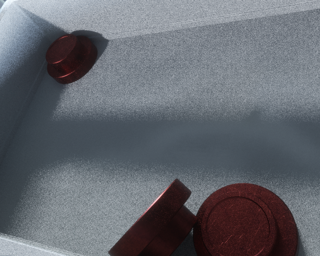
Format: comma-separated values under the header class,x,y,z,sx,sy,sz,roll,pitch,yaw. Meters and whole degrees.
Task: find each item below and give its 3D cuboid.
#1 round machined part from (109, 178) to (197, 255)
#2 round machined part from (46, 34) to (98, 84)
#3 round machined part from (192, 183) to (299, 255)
class,x,y,z,sx,sy,sz,roll,pitch,yaw
round machined part,-0.001,0.100,0.307,0.042,0.098,0.098,43,85,9
round machined part,-0.167,-0.132,0.564,0.098,0.042,0.098,-13,56,21
round machined part,0.077,0.099,0.294,0.098,0.042,0.098,-13,56,21
